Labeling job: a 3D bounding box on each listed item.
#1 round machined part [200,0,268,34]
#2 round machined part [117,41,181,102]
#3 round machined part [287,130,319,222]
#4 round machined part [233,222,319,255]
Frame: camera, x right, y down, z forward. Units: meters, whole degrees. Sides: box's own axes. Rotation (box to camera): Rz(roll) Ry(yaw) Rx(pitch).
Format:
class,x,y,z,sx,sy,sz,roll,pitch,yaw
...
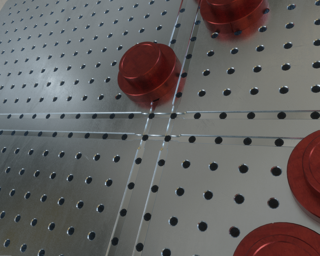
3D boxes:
class,x,y,z,sx,sy,sz,roll,pitch,yaw
round machined part,0.106,-0.192,0.460,0.098,0.042,0.098,-13,56,21
round machined part,-0.022,-0.090,0.465,0.098,0.042,0.098,-13,56,21
round machined part,0.169,0.040,0.284,0.098,0.042,0.098,-13,56,21
round machined part,0.107,0.129,0.262,0.098,0.042,0.098,-13,56,21
